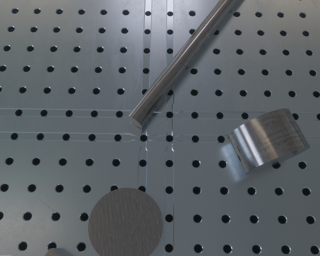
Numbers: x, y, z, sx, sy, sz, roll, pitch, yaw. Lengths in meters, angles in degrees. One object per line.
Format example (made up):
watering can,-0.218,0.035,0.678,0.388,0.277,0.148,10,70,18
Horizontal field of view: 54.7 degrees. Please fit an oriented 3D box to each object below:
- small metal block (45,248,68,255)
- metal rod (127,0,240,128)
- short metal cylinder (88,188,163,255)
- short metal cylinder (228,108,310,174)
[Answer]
small metal block,-0.116,0.172,0.348,0.050,0.025,0.050,31,73,10
metal rod,0.052,-0.123,0.457,0.025,0.025,0.300,34,73,11
short metal cylinder,-0.037,0.113,0.357,0.081,0.050,0.080,0,70,0
short metal cylinder,0.131,0.018,0.377,0.080,0.080,0.050,-19,71,-7
